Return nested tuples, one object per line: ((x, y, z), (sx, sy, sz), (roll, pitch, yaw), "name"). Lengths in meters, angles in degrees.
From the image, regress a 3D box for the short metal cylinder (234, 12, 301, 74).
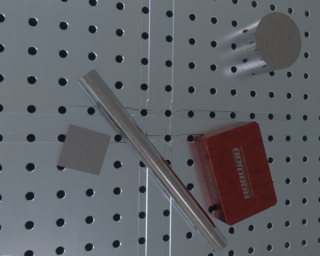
((0.159, -0.123, 0.458), (0.081, 0.050, 0.079), (0, 90, -20), "short metal cylinder")

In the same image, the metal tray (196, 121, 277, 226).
((0.113, 0.063, 0.452), (0.091, 0.030, 0.129), (-17, 96, -19), "metal tray")

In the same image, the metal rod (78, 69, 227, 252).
((-0.002, 0.051, 0.412), (0.025, 0.025, 0.299), (-41, 103, -15), "metal rod")

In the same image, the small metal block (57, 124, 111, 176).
((-0.093, 0.026, 0.378), (0.050, 0.025, 0.050), (18, 84, -19), "small metal block")
